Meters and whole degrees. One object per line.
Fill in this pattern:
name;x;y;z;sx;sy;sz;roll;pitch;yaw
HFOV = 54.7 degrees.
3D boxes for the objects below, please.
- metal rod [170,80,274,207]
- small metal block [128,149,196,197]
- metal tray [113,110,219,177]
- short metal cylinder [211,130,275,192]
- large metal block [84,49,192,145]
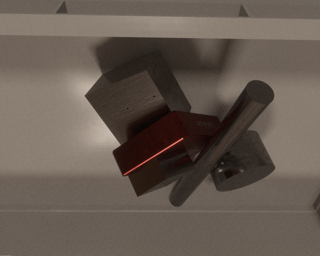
metal rod;0.056;0.044;0.386;0.025;0.025;0.298;8;149;-8
small metal block;0.002;0.049;0.341;0.050;0.025;0.050;-9;157;-48
metal tray;0.018;0.018;0.371;0.090;0.030;0.131;-34;163;25
short metal cylinder;0.104;0.045;0.413;0.081;0.050;0.080;-15;152;-8
large metal block;-0.022;-0.030;0.350;0.080;0.050;0.080;-17;120;28
